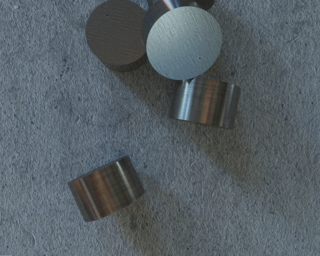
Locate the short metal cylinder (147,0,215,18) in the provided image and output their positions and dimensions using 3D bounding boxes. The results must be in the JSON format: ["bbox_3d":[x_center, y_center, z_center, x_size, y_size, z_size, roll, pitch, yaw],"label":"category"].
[{"bbox_3d":[0.023,-0.170,0.382,0.080,0.080,0.050,-11,90,0],"label":"short metal cylinder"}]

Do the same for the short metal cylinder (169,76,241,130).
[{"bbox_3d":[0.055,-0.030,0.383,0.080,0.080,0.050,11,90,0],"label":"short metal cylinder"}]

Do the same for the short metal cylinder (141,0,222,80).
[{"bbox_3d":[0.022,-0.100,0.343,0.081,0.050,0.079,-6,127,-7],"label":"short metal cylinder"}]

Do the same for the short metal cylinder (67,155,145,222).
[{"bbox_3d":[-0.065,0.073,0.382,0.080,0.080,0.050,-24,90,0],"label":"short metal cylinder"}]

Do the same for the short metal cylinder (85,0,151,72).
[{"bbox_3d":[-0.049,-0.115,0.397,0.081,0.050,0.080,0,90,0],"label":"short metal cylinder"}]
